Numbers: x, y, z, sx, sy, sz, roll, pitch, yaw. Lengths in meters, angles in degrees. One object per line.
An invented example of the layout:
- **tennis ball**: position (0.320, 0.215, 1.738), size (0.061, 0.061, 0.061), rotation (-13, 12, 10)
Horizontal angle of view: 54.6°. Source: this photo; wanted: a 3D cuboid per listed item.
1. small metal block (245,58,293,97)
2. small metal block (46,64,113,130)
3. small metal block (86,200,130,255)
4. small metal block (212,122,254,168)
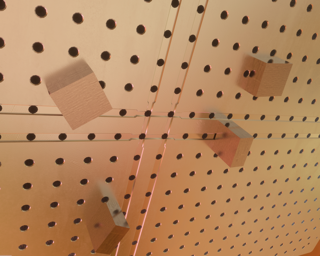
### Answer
- **small metal block**: position (0.158, -0.074, 0.451), size (0.050, 0.025, 0.050), rotation (-5, 121, -26)
- **small metal block**: position (-0.088, -0.034, 0.342), size (0.050, 0.025, 0.050), rotation (-30, 128, -9)
- **small metal block**: position (-0.075, 0.141, 0.441), size (0.025, 0.050, 0.050), rotation (29, 103, -38)
- **small metal block**: position (0.108, 0.024, 0.468), size (0.025, 0.050, 0.050), rotation (-2, 120, -27)
